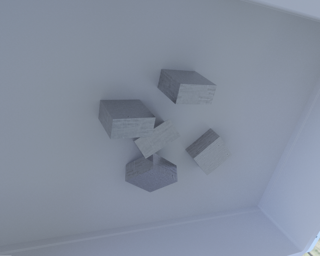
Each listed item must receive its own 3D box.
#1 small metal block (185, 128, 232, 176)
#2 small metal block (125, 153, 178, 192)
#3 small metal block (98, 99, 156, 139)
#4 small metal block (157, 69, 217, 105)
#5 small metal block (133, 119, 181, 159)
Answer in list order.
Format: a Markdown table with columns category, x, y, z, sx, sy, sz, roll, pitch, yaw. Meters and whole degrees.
| category | x | y | z | sx | sy | sz | roll | pitch | yaw |
| --- | --- | --- | --- | --- | --- | --- | --- | --- | --- |
| small metal block | 0.075 | 0.037 | 0.472 | 0.050 | 0.025 | 0.050 | -40 | 130 | -1 |
| small metal block | -0.012 | 0.062 | 0.426 | 0.050 | 0.025 | 0.050 | -28 | 137 | 30 |
| small metal block | -0.040 | -0.012 | 0.363 | 0.050 | 0.050 | 0.025 | -3 | 120 | -27 |
| small metal block | 0.032 | -0.051 | 0.378 | 0.050 | 0.050 | 0.025 | -2 | 119 | -28 |
| small metal block | -0.006 | 0.014 | 0.395 | 0.050 | 0.050 | 0.025 | -33 | 92 | -7 |
